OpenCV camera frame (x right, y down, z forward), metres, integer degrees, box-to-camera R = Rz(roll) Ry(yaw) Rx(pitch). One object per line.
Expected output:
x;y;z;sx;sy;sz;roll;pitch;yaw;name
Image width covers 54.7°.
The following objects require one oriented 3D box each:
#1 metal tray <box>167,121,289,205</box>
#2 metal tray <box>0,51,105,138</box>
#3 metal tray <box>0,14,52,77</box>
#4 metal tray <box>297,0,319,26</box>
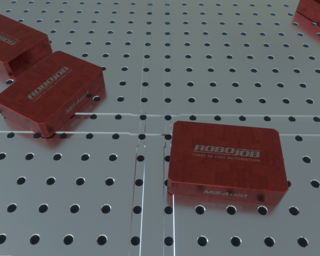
0.078;0.039;0.373;0.131;0.030;0.090;5;50;3;metal tray
-0.155;-0.054;0.448;0.090;0.030;0.130;24;54;18;metal tray
-0.262;-0.143;0.521;0.130;0.030;0.090;26;55;20;metal tray
0.353;-0.243;0.612;0.131;0.030;0.090;-22;54;-18;metal tray
